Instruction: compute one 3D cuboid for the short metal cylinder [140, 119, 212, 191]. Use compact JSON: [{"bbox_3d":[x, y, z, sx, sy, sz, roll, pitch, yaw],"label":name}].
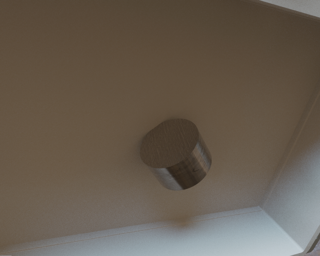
[{"bbox_3d":[0.021,0.034,0.405,0.080,0.080,0.050,-36,129,-4],"label":"short metal cylinder"}]
